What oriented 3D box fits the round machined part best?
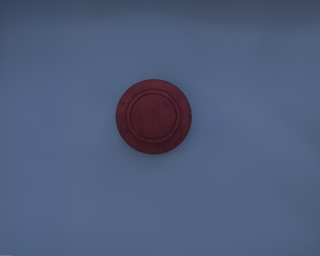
[{"bbox_3d":[-0.008,-0.014,0.400,0.099,0.042,0.097,0,90,0],"label":"round machined part"}]
